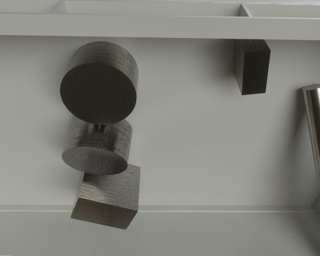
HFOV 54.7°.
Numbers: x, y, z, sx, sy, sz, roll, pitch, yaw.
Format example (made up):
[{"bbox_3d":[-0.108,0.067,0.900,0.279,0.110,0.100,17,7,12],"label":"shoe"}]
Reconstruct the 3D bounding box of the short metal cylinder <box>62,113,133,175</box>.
[{"bbox_3d":[-0.078,0.021,0.395,0.080,0.050,0.080,3,148,2],"label":"short metal cylinder"}]

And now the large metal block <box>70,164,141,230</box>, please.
[{"bbox_3d":[-0.076,0.092,0.450,0.081,0.080,0.050,17,128,-15],"label":"large metal block"}]

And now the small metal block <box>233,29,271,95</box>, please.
[{"bbox_3d":[0.097,-0.071,0.334,0.025,0.050,0.050,-5,130,4],"label":"small metal block"}]

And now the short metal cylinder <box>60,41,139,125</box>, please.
[{"bbox_3d":[-0.065,-0.050,0.349,0.081,0.050,0.079,-1,130,0],"label":"short metal cylinder"}]

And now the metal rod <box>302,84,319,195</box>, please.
[{"bbox_3d":[0.226,0.089,0.410,0.025,0.025,0.298,-14,105,11],"label":"metal rod"}]
